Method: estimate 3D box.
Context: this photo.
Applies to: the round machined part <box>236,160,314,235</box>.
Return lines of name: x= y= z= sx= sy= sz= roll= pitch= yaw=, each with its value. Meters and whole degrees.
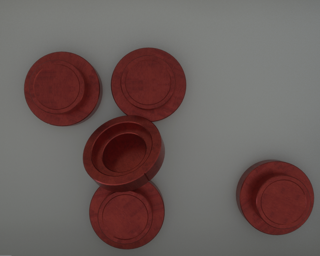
round machined part: x=0.154 y=0.092 z=0.405 sx=0.099 sy=0.042 sz=0.097 roll=0 pitch=90 yaw=-1

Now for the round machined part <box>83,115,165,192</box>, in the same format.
round machined part: x=-0.041 y=0.035 z=0.386 sx=0.098 sy=0.042 sz=0.098 roll=-7 pitch=53 yaw=10

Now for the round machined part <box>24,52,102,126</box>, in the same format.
round machined part: x=-0.127 y=-0.051 z=0.401 sx=0.099 sy=0.042 sz=0.097 roll=0 pitch=90 yaw=-1

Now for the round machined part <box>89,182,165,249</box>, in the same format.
round machined part: x=-0.043 y=0.110 z=0.402 sx=0.099 sy=0.042 sz=0.097 roll=0 pitch=90 yaw=-1

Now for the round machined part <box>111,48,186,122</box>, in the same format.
round machined part: x=-0.015 y=-0.056 z=0.403 sx=0.099 sy=0.042 sz=0.097 roll=0 pitch=90 yaw=-1
